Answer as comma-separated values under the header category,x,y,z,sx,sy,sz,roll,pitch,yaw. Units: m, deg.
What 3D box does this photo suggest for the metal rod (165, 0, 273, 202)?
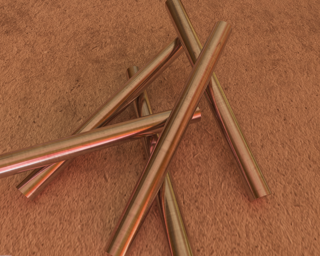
category,x,y,z,sx,sy,sz,roll,pitch,yaw
metal rod,0.065,-0.053,0.398,0.025,0.025,0.299,-15,67,-12

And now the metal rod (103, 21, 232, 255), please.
category,x,y,z,sx,sy,sz,roll,pitch,yaw
metal rod,0.019,-0.003,0.351,0.025,0.025,0.300,20,70,16

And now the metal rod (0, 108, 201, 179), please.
category,x,y,z,sx,sy,sz,roll,pitch,yaw
metal rod,-0.094,0.020,0.346,0.302,0.025,0.025,-16,52,-17

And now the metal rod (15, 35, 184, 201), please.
category,x,y,z,sx,sy,sz,roll,pitch,yaw
metal rod,-0.057,-0.029,0.401,0.025,0.025,0.301,31,64,23

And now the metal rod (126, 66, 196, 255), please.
category,x,y,z,sx,sy,sz,roll,pitch,yaw
metal rod,-0.007,0.027,0.380,0.025,0.025,0.300,-10,51,-8
